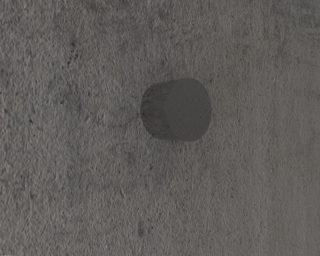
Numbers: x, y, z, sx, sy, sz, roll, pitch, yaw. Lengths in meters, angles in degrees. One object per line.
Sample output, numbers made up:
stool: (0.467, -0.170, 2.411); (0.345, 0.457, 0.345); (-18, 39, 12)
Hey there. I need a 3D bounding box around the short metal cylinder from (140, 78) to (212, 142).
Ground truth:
short metal cylinder: (0.022, -0.023, 0.406); (0.081, 0.050, 0.080); (0, 90, -40)
